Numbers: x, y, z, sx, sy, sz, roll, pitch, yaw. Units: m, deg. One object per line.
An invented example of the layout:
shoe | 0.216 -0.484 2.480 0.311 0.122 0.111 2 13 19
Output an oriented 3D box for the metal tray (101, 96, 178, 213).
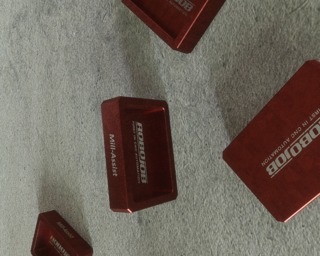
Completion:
metal tray | -0.023 0.030 0.381 0.030 0.091 0.129 -10 84 40

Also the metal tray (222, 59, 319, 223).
metal tray | 0.132 0.014 0.292 0.090 0.030 0.129 52 120 27

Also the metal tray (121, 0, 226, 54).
metal tray | 0.013 -0.167 0.390 0.130 0.030 0.089 50 119 28

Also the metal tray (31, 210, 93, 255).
metal tray | -0.177 0.218 0.548 0.130 0.030 0.089 27 107 36
